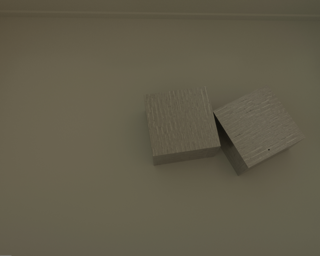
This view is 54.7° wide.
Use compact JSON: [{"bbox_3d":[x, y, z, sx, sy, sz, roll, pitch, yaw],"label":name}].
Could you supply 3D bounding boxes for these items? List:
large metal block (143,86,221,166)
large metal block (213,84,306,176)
[{"bbox_3d":[0.025,-0.002,0.397,0.081,0.050,0.080,-8,70,-3],"label":"large metal block"},{"bbox_3d":[0.119,0.004,0.396,0.080,0.050,0.080,-26,72,-9],"label":"large metal block"}]
